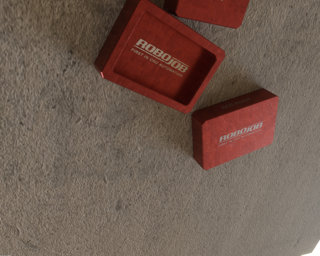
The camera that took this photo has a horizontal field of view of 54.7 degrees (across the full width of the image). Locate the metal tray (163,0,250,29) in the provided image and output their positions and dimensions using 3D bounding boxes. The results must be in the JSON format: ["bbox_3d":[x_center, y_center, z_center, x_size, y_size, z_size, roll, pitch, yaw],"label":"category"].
[{"bbox_3d":[0.063,-0.179,0.327,0.091,0.030,0.129,0,118,-29],"label":"metal tray"}]

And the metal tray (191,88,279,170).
[{"bbox_3d":[0.113,0.001,0.466,0.131,0.030,0.089,-19,126,-18],"label":"metal tray"}]

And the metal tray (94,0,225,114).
[{"bbox_3d":[0.003,-0.078,0.356,0.131,0.030,0.090,21,107,-36],"label":"metal tray"}]
